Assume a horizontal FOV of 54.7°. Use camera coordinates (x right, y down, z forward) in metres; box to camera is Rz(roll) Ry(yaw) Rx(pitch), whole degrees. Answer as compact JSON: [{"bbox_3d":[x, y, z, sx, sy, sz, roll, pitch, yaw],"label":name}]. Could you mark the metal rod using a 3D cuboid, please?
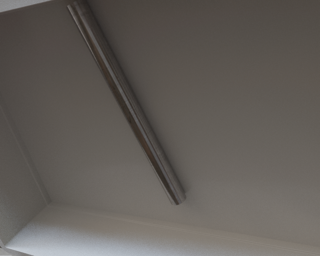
[{"bbox_3d":[-0.036,-0.021,0.413,0.025,0.025,0.299,-14,111,34],"label":"metal rod"}]
